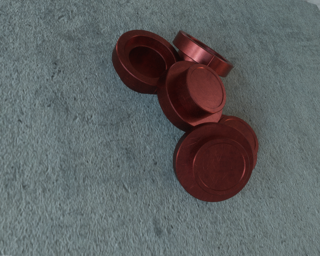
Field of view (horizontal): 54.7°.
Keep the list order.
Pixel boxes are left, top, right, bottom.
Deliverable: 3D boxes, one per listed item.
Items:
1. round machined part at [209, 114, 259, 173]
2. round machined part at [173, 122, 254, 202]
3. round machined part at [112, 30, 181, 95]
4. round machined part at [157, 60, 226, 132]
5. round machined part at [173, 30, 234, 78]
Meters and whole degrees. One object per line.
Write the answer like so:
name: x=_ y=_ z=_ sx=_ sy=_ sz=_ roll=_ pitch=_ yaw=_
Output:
round machined part: x=0.098 y=0.021 z=0.436 sx=0.099 sy=0.042 sz=0.098 roll=14 pitch=56 yaw=-21
round machined part: x=0.068 y=0.043 z=0.374 sx=0.099 sy=0.042 sz=0.097 roll=-1 pitch=95 yaw=-9
round machined part: x=-0.021 y=-0.087 z=0.438 sx=0.099 sy=0.042 sz=0.098 roll=14 pitch=56 yaw=-21
round machined part: x=0.048 y=-0.045 z=0.407 sx=0.099 sy=0.042 sz=0.098 roll=14 pitch=64 yaw=-32
round machined part: x=0.060 y=-0.105 z=0.475 sx=0.098 sy=0.042 sz=0.098 roll=29 pitch=21 yaw=-12
